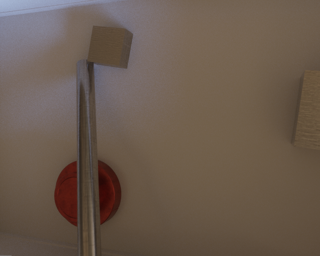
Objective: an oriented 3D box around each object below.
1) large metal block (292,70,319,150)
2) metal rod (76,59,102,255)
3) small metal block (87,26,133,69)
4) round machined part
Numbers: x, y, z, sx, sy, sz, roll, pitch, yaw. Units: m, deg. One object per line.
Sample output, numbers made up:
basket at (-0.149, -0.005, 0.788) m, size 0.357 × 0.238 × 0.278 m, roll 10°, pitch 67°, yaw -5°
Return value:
large metal block at (0.190, -0.015, 0.330) m, size 0.080 × 0.050 × 0.079 m, roll 8°, pitch 93°, yaw 19°
metal rod at (-0.089, 0.040, 0.381) m, size 0.025 × 0.025 × 0.299 m, roll -18°, pitch 61°, yaw 19°
small metal block at (-0.070, -0.113, 0.434) m, size 0.050 × 0.025 × 0.050 m, roll 11°, pitch 94°, yaw 19°
round machined part at (-0.108, 0.094, 0.438) m, size 0.098 × 0.042 × 0.097 m, roll 0°, pitch 90°, yaw 19°
